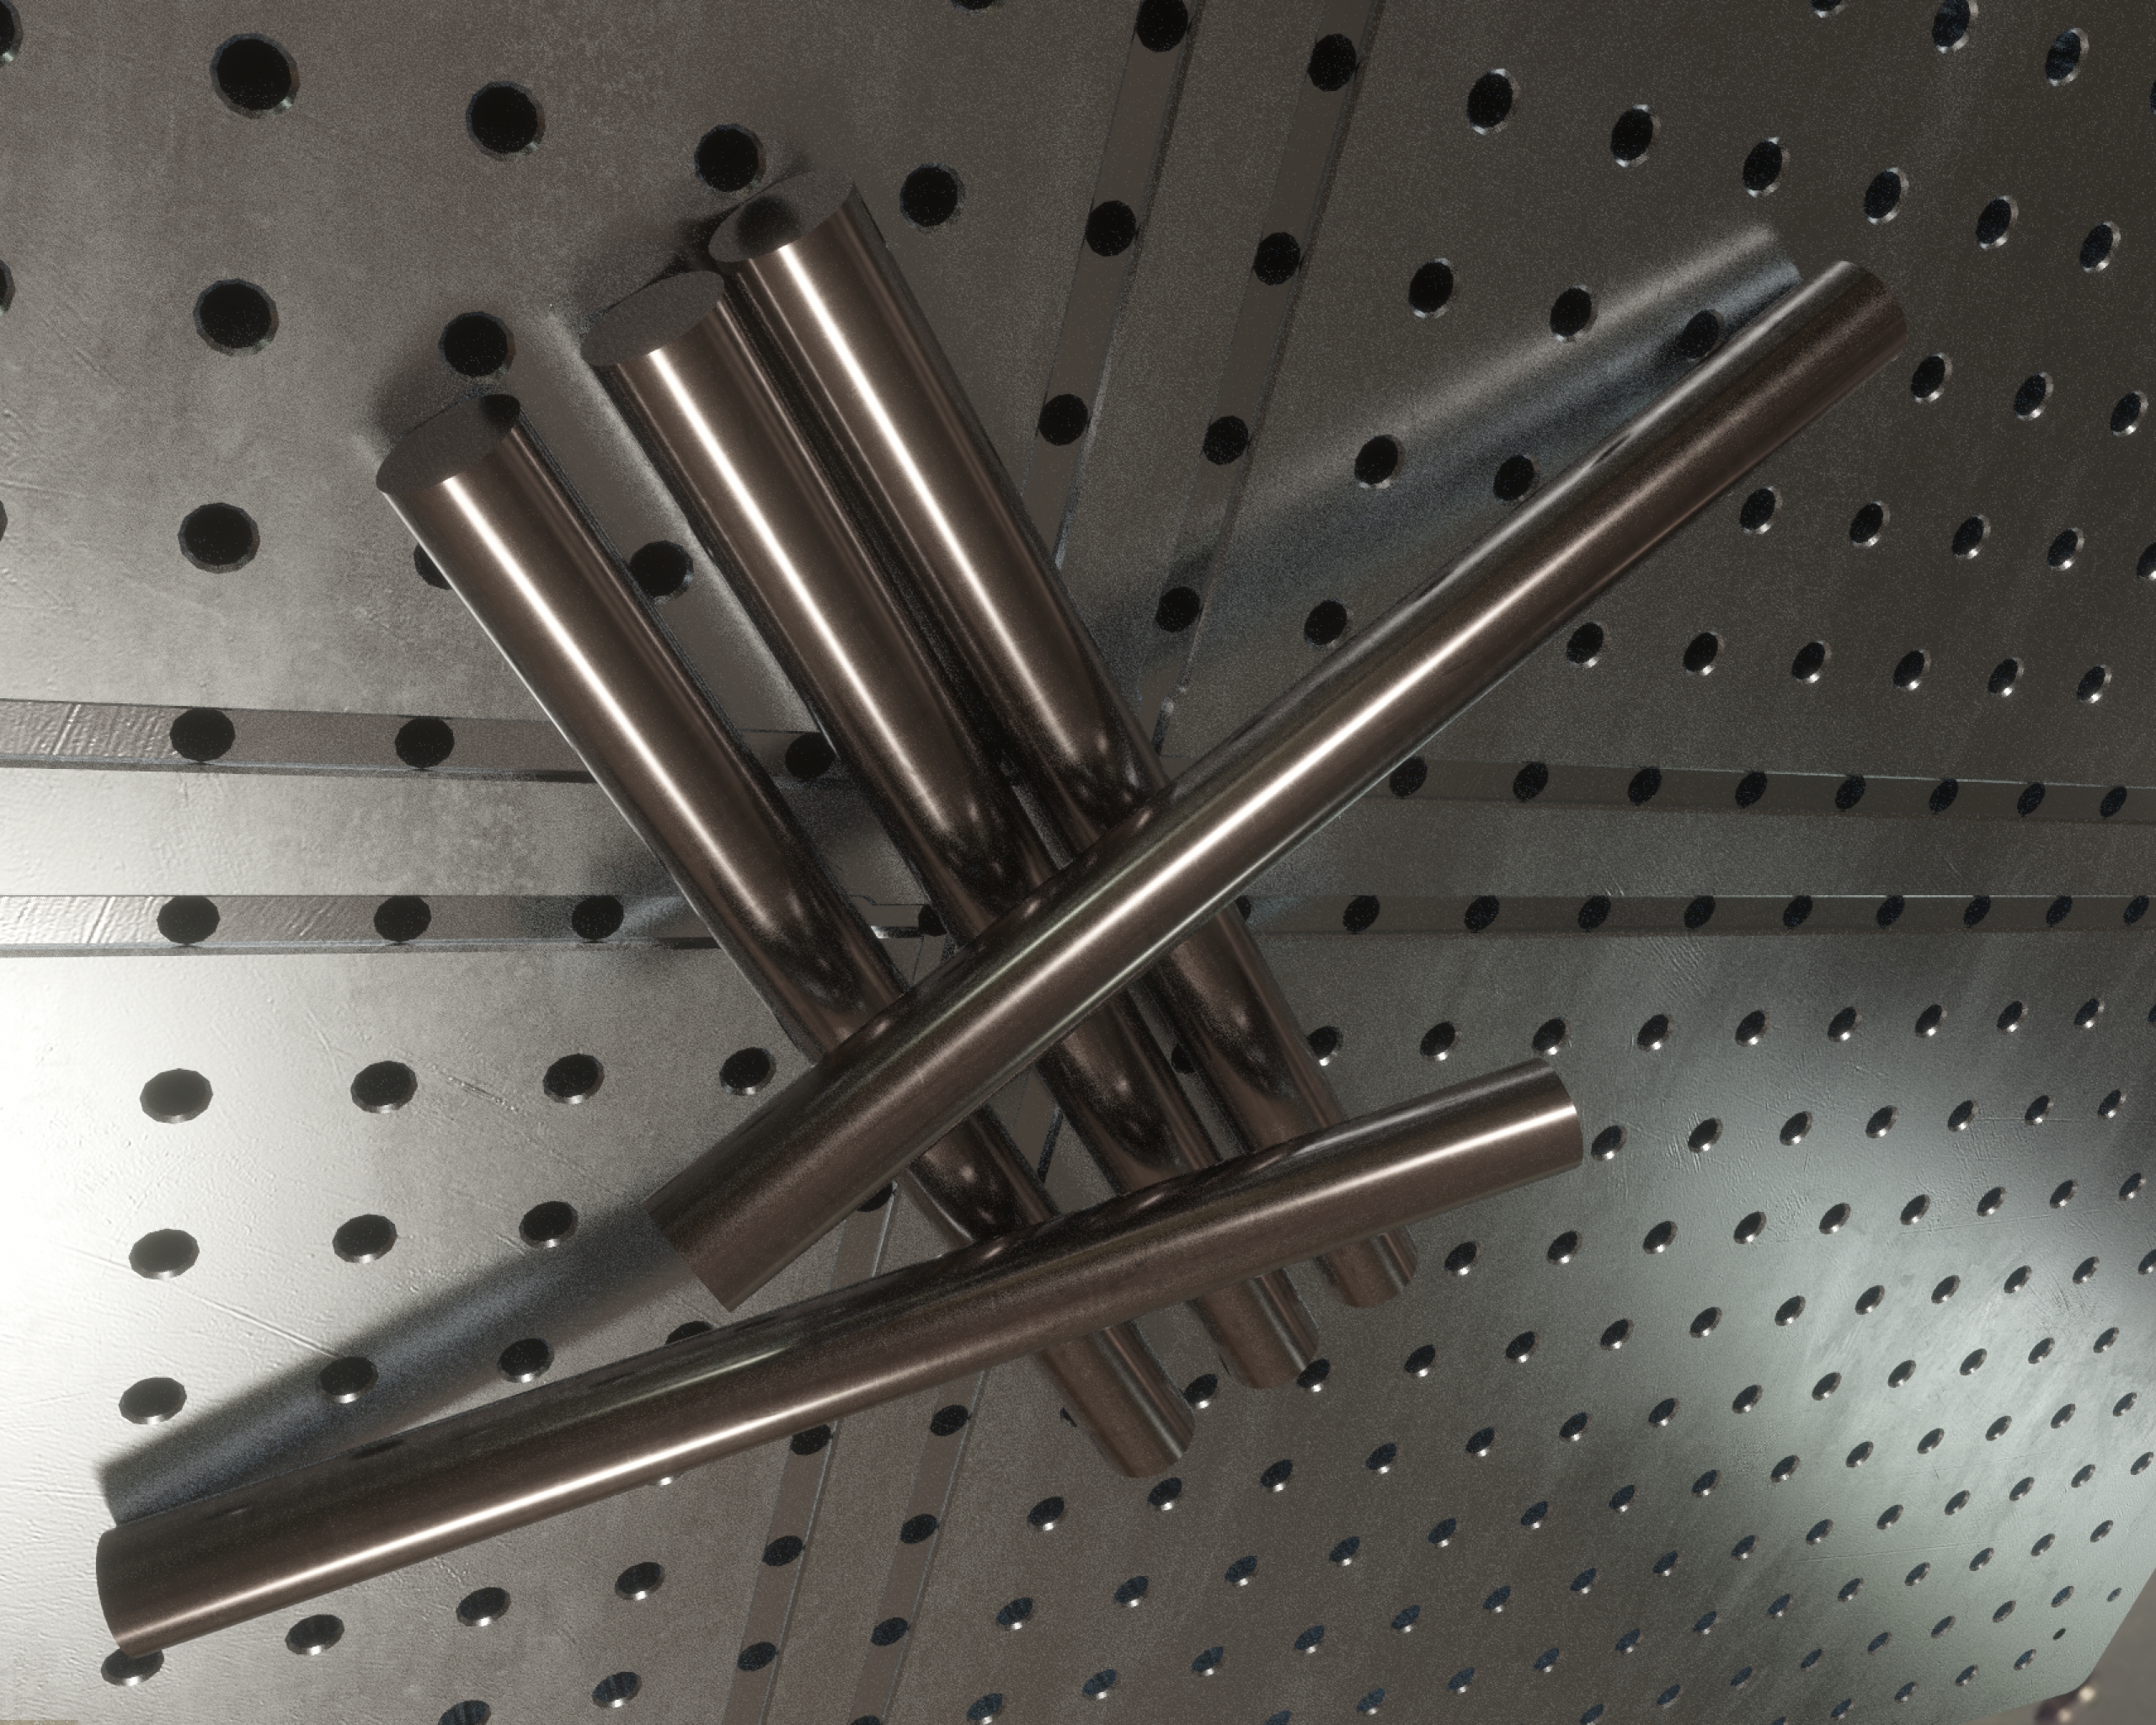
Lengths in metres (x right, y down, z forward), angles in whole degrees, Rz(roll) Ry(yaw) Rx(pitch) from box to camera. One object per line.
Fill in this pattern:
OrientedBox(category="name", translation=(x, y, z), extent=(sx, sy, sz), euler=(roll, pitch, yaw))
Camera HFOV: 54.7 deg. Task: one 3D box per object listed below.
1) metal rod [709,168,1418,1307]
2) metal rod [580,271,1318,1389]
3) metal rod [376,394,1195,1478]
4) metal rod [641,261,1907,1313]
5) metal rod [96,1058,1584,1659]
OrientedBox(category="metal rod", translation=(0.013, -0.001, 0.419), extent=(0.025, 0.025, 0.299), euler=(-35, 129, -5))
OrientedBox(category="metal rod", translation=(-0.009, 0.017, 0.418), extent=(0.025, 0.025, 0.299), euler=(-34, 129, -6))
OrientedBox(category="metal rod", translation=(-0.040, 0.037, 0.414), extent=(0.025, 0.025, 0.299), euler=(-34, 129, -6))
OrientedBox(category="metal rod", translation=(0.046, -0.022, 0.398), extent=(0.301, 0.025, 0.025), euler=(-38, 130, -13))
OrientedBox(category="metal rod", translation=(-0.040, 0.097, 0.424), extent=(0.302, 0.025, 0.025), euler=(-17, 126, -9))
